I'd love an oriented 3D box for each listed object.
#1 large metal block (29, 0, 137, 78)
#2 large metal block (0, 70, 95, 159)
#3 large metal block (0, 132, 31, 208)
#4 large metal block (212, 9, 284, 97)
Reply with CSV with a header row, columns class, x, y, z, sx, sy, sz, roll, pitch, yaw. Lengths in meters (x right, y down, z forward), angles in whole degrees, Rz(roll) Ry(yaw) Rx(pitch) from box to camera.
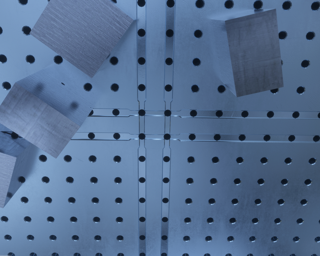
class,x,y,z,sx,sy,sz,roll,pitch,yaw
large metal block,-0.085,-0.117,0.356,0.080,0.050,0.080,36,106,-13
large metal block,-0.135,-0.020,0.375,0.080,0.080,0.050,36,106,-13
large metal block,-0.230,0.049,0.415,0.080,0.050,0.079,20,109,-8
large metal block,0.097,-0.088,0.353,0.050,0.080,0.079,-13,110,4
